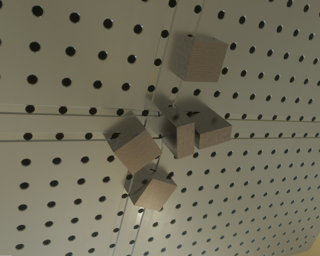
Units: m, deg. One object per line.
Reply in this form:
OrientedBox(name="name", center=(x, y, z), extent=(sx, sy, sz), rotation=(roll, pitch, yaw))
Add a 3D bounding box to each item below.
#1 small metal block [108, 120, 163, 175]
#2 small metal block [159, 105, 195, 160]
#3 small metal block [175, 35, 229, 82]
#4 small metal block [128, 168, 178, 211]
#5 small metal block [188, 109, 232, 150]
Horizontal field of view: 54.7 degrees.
OrientedBox(name="small metal block", center=(-0.032, 0.026, 0.411), extent=(0.050, 0.025, 0.050), rotation=(-36, 130, -5))
OrientedBox(name="small metal block", center=(0.022, 0.005, 0.412), extent=(0.025, 0.050, 0.050), rotation=(-17, 125, -19))
OrientedBox(name="small metal block", center=(0.052, -0.086, 0.388), extent=(0.050, 0.025, 0.050), rotation=(-3, 120, -28))
OrientedBox(name="small metal block", center=(-0.011, 0.094, 0.465), extent=(0.050, 0.025, 0.050), rotation=(24, 105, -37))
OrientedBox(name="small metal block", center=(0.064, 0.001, 0.433), extent=(0.050, 0.050, 0.025), rotation=(-14, 125, -21))
